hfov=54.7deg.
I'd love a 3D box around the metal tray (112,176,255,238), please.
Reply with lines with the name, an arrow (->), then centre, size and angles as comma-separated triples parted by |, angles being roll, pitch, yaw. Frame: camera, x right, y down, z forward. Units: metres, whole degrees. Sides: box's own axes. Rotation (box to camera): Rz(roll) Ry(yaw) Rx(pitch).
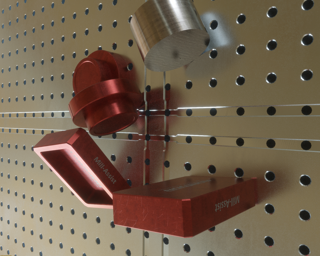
metal tray -> 0.029, 0.073, 0.316 | 0.090, 0.131, 0.030 | -5, 87, 39

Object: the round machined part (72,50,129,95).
round machined part -> -0.097, -0.071, 0.476 | 0.098, 0.042, 0.097 | 0, 90, 39

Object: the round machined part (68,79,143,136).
round machined part -> -0.068, -0.022, 0.416 | 0.098, 0.099, 0.042 | -34, 71, 34

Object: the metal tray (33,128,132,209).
metal tray -> -0.107, 0.062, 0.441 | 0.090, 0.030, 0.130 | -9, 125, 39

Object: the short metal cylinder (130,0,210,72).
short metal cylinder -> 0.011, -0.109, 0.363 | 0.080, 0.081, 0.050 | -33, 70, 35
